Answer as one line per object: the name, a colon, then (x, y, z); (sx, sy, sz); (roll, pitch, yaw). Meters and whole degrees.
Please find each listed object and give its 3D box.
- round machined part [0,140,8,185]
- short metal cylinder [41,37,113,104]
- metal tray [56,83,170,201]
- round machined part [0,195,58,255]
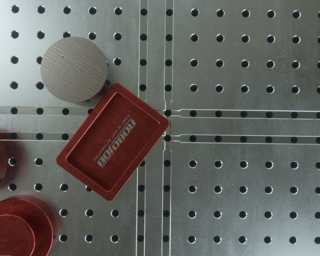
round machined part: (-0.247, 0.044, 0.402); (0.099, 0.042, 0.097); (0, 90, -1)
short metal cylinder: (-0.104, -0.071, 0.399); (0.081, 0.050, 0.079); (0, 90, -1)
metal tray: (-0.060, 0.018, 0.410); (0.090, 0.030, 0.130); (37, 90, -1)
round machined part: (-0.189, 0.140, 0.402); (0.099, 0.042, 0.097); (0, 90, -1)
